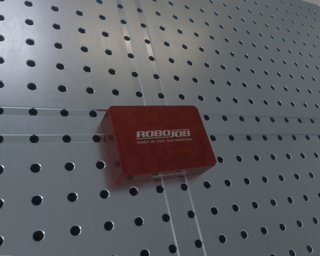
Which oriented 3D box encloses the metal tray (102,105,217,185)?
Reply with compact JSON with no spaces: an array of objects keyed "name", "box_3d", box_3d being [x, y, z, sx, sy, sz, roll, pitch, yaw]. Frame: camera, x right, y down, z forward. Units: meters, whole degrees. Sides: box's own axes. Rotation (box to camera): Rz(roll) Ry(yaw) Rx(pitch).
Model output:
[{"name":"metal tray","box_3d":[0.000,0.017,0.394,0.131,0.030,0.090,-2,63,-29]}]
